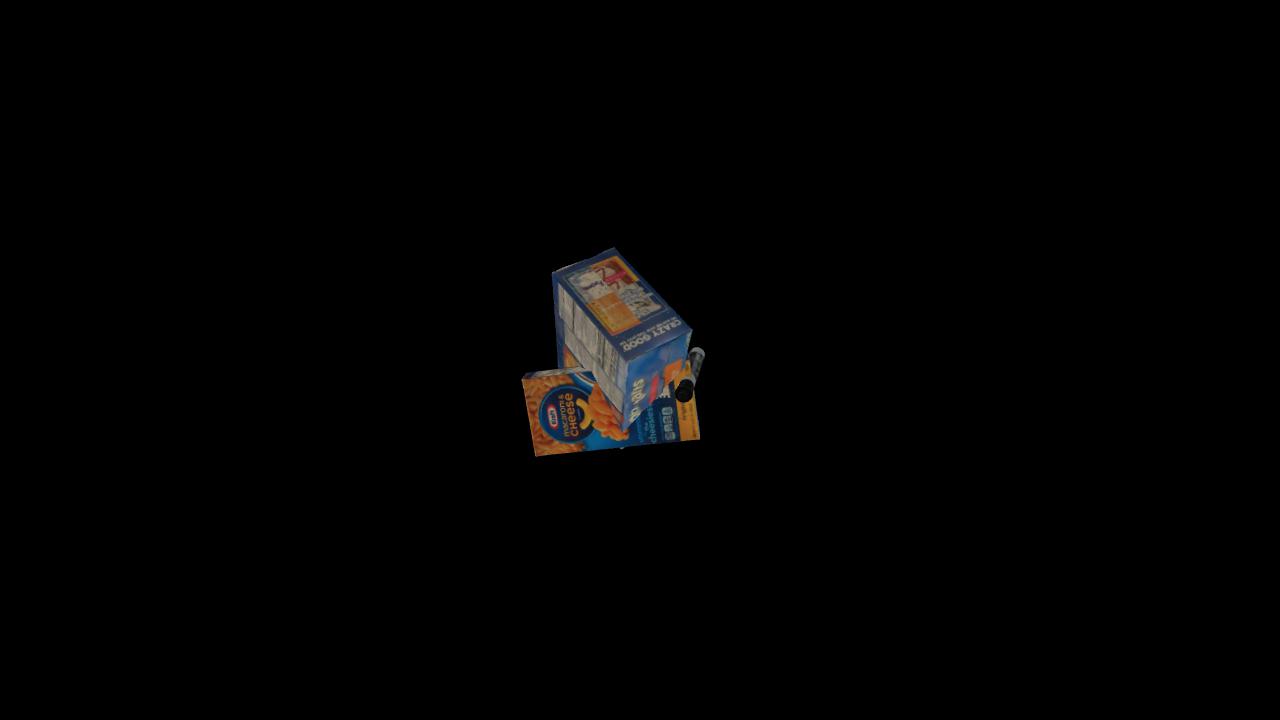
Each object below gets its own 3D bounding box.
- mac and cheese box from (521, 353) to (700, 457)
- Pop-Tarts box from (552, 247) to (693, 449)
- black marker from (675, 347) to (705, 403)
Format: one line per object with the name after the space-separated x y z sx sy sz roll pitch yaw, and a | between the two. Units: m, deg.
-0.031 0.050 0.678 0.184 0.093 0.041 -7 13 5 | mac and cheese box
-0.024 -0.010 0.677 0.083 0.141 0.167 -28 -31 -22 | Pop-Tarts box
0.056 0.015 0.675 0.020 0.020 0.121 0 21 13 | black marker
